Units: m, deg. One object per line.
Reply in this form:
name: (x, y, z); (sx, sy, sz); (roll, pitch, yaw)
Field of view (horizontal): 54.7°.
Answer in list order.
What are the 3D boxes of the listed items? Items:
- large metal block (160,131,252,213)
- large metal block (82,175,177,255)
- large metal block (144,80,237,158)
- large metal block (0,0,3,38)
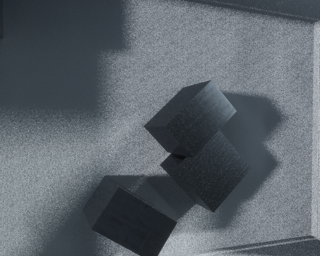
large metal block: (0.062, 0.053, 0.422); (0.080, 0.050, 0.080); (-45, 105, -15)
large metal block: (-0.039, 0.104, 0.368); (0.080, 0.080, 0.050); (36, 79, -17)
large metal block: (0.035, -0.011, 0.396); (0.080, 0.080, 0.050); (-45, 105, -15)
large metal block: (-0.191, -0.142, 0.310); (0.050, 0.080, 0.079); (-1, 91, -20)
